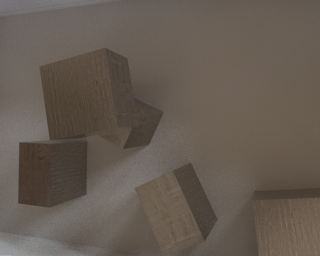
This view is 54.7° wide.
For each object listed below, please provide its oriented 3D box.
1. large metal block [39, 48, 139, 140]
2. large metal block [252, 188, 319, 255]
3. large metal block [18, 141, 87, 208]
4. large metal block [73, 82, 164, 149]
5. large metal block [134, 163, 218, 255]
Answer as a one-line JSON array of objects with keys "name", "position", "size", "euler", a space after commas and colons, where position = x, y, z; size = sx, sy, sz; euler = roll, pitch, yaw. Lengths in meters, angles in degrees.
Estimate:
[{"name": "large metal block", "position": [-0.076, -0.033, 0.338], "size": [0.080, 0.050, 0.080], "euler": [-10, 87, 19]}, {"name": "large metal block", "position": [0.150, 0.113, 0.344], "size": [0.080, 0.050, 0.080], "euler": [-7, 88, 19]}, {"name": "large metal block", "position": [-0.146, 0.059, 0.431], "size": [0.050, 0.080, 0.079], "euler": [1, 91, 20]}, {"name": "large metal block", "position": [-0.053, -0.016, 0.399], "size": [0.080, 0.080, 0.050], "euler": [27, 99, 17]}, {"name": "large metal block", "position": [0.023, 0.093, 0.373], "size": [0.050, 0.080, 0.080], "euler": [-27, 81, 18]}]
